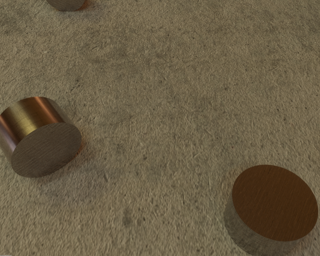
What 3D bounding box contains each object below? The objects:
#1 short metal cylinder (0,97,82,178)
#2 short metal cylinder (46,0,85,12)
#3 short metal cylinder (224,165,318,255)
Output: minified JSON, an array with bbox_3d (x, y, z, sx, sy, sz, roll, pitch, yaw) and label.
[{"bbox_3d":[-0.139,0.011,0.357,0.081,0.080,0.050,-31,57,-23],"label":"short metal cylinder"},{"bbox_3d":[-0.182,-0.274,0.597,0.081,0.080,0.050,-2,50,-2],"label":"short metal cylinder"},{"bbox_3d":[0.110,0.085,0.316,0.080,0.050,0.080,0,50,0],"label":"short metal cylinder"}]
